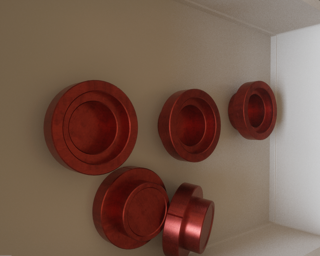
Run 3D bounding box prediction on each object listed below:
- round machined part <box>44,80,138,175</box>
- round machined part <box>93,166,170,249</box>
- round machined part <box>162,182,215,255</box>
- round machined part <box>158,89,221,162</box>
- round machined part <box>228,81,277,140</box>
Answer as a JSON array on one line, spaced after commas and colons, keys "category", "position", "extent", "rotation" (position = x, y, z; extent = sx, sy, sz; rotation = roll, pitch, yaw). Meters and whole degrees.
[{"category": "round machined part", "position": [-0.076, -0.001, 0.332], "extent": [0.099, 0.042, 0.097], "rotation": [0, 90, -40]}, {"category": "round machined part", "position": [-0.027, 0.096, 0.373], "extent": [0.099, 0.042, 0.097], "rotation": [0, 90, -40]}, {"category": "round machined part", "position": [0.042, 0.124, 0.404], "extent": [0.098, 0.042, 0.097], "rotation": [9, 91, -68]}, {"category": "round machined part", "position": [0.036, -0.003, 0.425], "extent": [0.099, 0.042, 0.097], "rotation": [0, 90, -40]}, {"category": "round machined part", "position": [0.153, -0.029, 0.523], "extent": [0.099, 0.042, 0.097], "rotation": [0, 90, -40]}]
